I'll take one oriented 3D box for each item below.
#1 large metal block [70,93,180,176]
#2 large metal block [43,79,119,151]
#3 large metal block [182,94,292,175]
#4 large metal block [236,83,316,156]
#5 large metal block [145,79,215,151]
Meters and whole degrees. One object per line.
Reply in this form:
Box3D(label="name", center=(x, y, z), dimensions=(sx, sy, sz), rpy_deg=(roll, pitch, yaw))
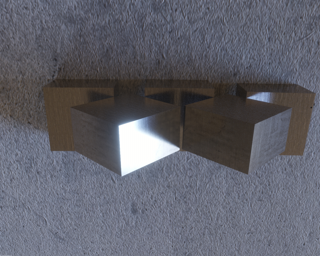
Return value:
Box3D(label="large metal block", center=(-0.036, 0.001, 0.328), dimensions=(0.081, 0.080, 0.050), rpy_deg=(-20, 118, -42))
Box3D(label="large metal block", center=(-0.094, -0.017, 0.390), dimensions=(0.081, 0.050, 0.079), rpy_deg=(0, 110, -1))
Box3D(label="large metal block", center=(0.082, 0.001, 0.332), dimensions=(0.080, 0.081, 0.050), rpy_deg=(19, 116, 40))
Box3D(label="large metal block", center=(0.140, -0.012, 0.395), dimensions=(0.081, 0.050, 0.079), rpy_deg=(1, 110, -1))
Box3D(label="large metal block", center=(0.022, -0.017, 0.392), dimensions=(0.081, 0.050, 0.079), rpy_deg=(1, 110, -1))
